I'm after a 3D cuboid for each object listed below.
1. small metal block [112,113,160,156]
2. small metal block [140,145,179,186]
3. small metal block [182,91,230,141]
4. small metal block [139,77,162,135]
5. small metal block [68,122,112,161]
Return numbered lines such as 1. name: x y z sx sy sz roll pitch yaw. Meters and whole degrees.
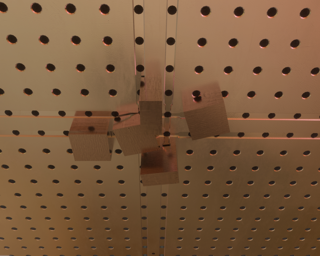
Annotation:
1. small metal block: -0.030 0.008 0.418 0.050 0.025 0.050 -11 130 8
2. small metal block: 0.000 0.053 0.441 0.050 0.050 0.025 -6 130 4
3. small metal block: 0.060 -0.015 0.400 0.050 0.025 0.050 -13 129 10
4. small metal block: -0.010 -0.027 0.373 0.025 0.050 0.050 0 130 0
5. small metal block: -0.094 0.019 0.427 0.050 0.025 0.050 0 130 -1
